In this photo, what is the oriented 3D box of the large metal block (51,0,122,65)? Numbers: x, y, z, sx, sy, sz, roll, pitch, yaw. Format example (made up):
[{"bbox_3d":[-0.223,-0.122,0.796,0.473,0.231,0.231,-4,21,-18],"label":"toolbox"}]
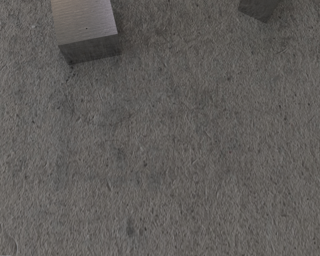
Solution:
[{"bbox_3d":[-0.105,-0.145,0.447,0.081,0.050,0.080,-13,71,-5],"label":"large metal block"}]

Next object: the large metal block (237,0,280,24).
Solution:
[{"bbox_3d":[0.165,-0.220,0.460,0.050,0.080,0.080,30,73,10],"label":"large metal block"}]
